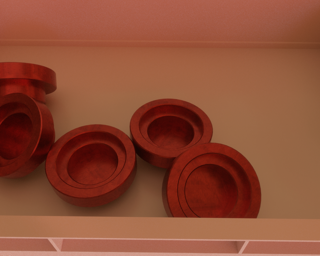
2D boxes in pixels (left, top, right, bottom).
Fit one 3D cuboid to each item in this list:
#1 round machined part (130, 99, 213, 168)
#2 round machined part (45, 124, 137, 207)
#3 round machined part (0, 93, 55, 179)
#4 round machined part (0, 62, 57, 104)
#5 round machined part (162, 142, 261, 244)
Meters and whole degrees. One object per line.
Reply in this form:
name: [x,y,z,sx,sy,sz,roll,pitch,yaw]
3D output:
round machined part: [0.013,0.011,0.381,0.099,0.042,0.098,2,46,-2]
round machined part: [-0.075,0.046,0.355,0.099,0.042,0.098,0,50,0]
round machined part: [-0.165,0.011,0.365,0.098,0.042,0.098,-6,72,19]
round machined part: [-0.189,-0.051,0.410,0.099,0.098,0.042,-5,84,-5]
round machined part: [0.050,0.067,0.321,0.099,0.042,0.098,3,74,-12]
